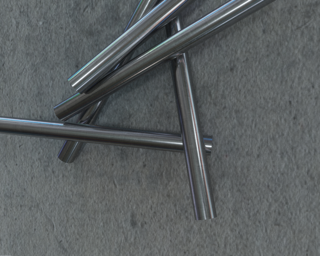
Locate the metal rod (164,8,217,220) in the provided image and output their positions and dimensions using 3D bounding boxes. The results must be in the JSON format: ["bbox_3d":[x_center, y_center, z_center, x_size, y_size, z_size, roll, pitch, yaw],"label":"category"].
[{"bbox_3d":[0.030,-0.044,0.377,0.025,0.025,0.298,-12,78,19],"label":"metal rod"}]

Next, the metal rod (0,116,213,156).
[{"bbox_3d":[-0.084,0.008,0.411,0.301,0.025,0.025,5,92,9],"label":"metal rod"}]

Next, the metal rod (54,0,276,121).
[{"bbox_3d":[-0.006,-0.084,0.369,0.300,0.025,0.025,-27,82,18],"label":"metal rod"}]

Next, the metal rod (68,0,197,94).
[{"bbox_3d":[0.013,-0.145,0.371,0.300,0.025,0.025,-39,78,3],"label":"metal rod"}]

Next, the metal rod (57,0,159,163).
[{"bbox_3d":[-0.063,-0.076,0.413,0.025,0.025,0.298,37,107,16],"label":"metal rod"}]
